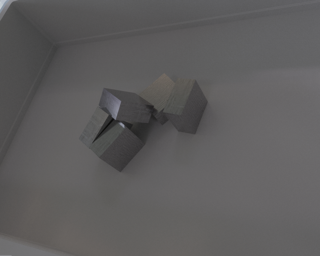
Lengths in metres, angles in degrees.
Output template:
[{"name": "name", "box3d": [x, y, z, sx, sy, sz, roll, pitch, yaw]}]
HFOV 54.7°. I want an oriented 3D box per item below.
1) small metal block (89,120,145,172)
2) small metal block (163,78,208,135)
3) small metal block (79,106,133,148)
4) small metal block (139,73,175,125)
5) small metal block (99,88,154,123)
[{"name": "small metal block", "box3d": [-0.055, 0.023, 0.404, 0.050, 0.050, 0.025, -49, 51, -6]}, {"name": "small metal block", "box3d": [0.033, -0.027, 0.389, 0.025, 0.050, 0.050, 11, 67, 32]}, {"name": "small metal block", "box3d": [-0.072, 0.005, 0.417, 0.025, 0.050, 0.050, 35, 96, 35]}, {"name": "small metal block", "box3d": [0.005, -0.040, 0.428, 0.050, 0.025, 0.050, -40, 51, 0]}, {"name": "small metal block", "box3d": [-0.045, -0.030, 0.409, 0.050, 0.050, 0.025, 37, 114, 46]}]
